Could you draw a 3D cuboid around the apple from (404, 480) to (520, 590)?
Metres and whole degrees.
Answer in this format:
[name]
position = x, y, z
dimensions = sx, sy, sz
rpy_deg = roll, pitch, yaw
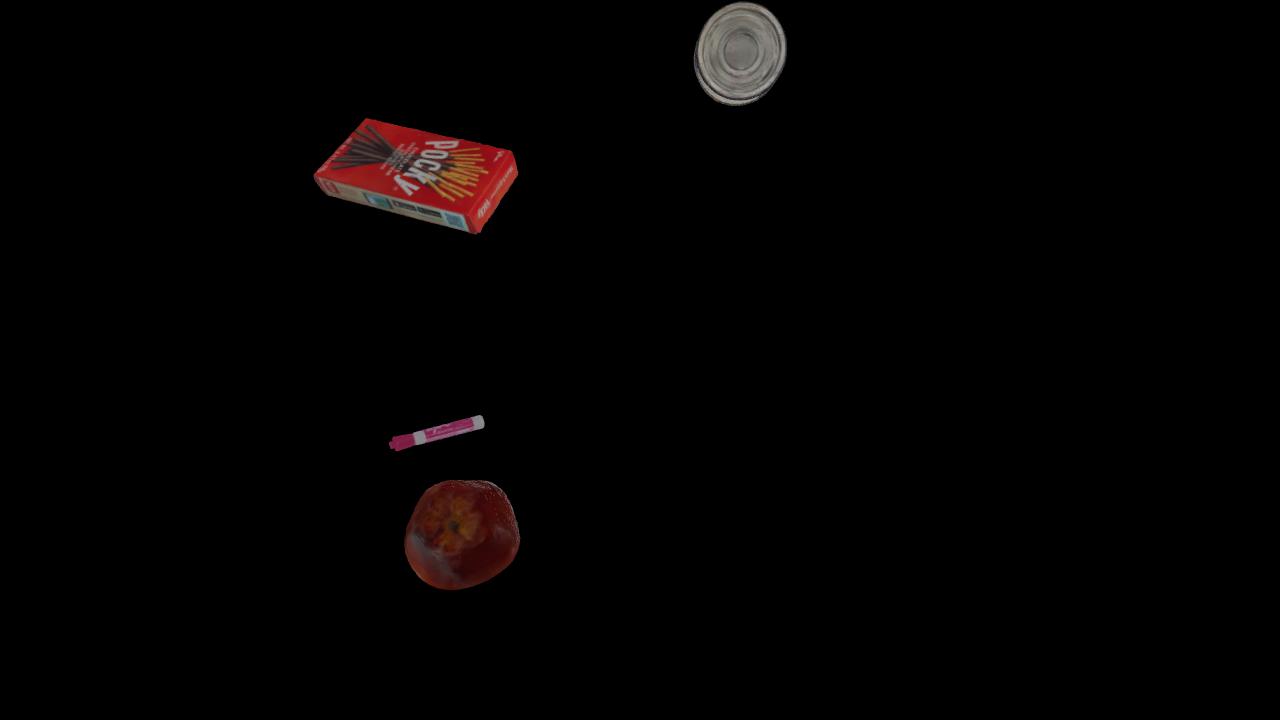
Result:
[apple]
position = -0.123, 0.121, 0.429
dimensions = 0.079, 0.079, 0.093
rpy_deg = 0, -25, -11

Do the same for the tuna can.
[tuna can]
position = 0.093, -0.283, 0.571
dimensions = 0.084, 0.084, 0.034
rpy_deg = 0, 14, 2

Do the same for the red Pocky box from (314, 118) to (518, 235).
[red Pocky box]
position = -0.193, -0.163, 0.536
dimensions = 0.155, 0.083, 0.028
rpy_deg = 16, -31, 12

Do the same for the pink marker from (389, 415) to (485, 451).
[pink marker]
position = -0.261, 0.094, 0.794
dimensions = 0.121, 0.020, 0.020
rpy_deg = -14, 8, -36
